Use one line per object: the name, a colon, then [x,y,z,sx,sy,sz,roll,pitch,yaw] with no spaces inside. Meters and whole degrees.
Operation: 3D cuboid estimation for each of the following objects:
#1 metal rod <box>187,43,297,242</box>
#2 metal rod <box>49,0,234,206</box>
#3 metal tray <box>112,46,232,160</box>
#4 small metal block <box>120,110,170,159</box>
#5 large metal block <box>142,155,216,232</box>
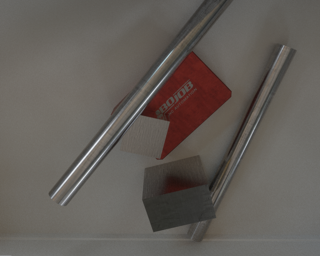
metal rod: [0.104,0.033,0.424,0.025,0.025,0.298,19,109,-7]
metal rod: [-0.020,-0.037,0.345,0.025,0.025,0.300,39,92,-13]
metal tray: [0.013,-0.032,0.397,0.090,0.030,0.130,43,104,-15]
small metal block: [-0.019,0.006,0.381,0.050,0.025,0.050,12,109,-5]
large metal block: [0.024,0.084,0.414,0.080,0.080,0.050,-14,110,5]
